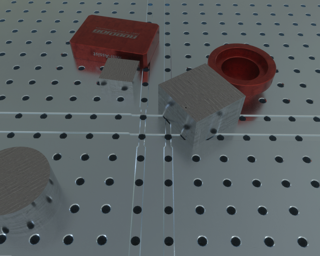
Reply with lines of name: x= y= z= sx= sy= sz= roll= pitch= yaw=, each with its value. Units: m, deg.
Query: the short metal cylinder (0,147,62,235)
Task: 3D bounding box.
short metal cylinder: x=-0.153 y=0.067 z=0.333 sx=0.081 sy=0.050 sz=0.080 roll=0 pitch=50 yaw=0

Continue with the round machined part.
round machined part: x=0.119 y=-0.081 z=0.467 sx=0.099 sy=0.042 sz=0.098 roll=0 pitch=50 yaw=0

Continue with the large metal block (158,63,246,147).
large metal block: x=0.054 y=-0.033 z=0.420 sx=0.081 sy=0.050 sz=0.080 roll=-28 pitch=56 yaw=-22

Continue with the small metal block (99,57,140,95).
small metal block: x=-0.060 y=-0.080 z=0.474 sx=0.050 sy=0.025 sz=0.050 roll=8 pitch=50 yaw=6

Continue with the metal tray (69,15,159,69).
metal tray: x=-0.074 y=-0.150 z=0.529 sx=0.131 sy=0.030 sz=0.090 roll=11 pitch=51 yaw=8
